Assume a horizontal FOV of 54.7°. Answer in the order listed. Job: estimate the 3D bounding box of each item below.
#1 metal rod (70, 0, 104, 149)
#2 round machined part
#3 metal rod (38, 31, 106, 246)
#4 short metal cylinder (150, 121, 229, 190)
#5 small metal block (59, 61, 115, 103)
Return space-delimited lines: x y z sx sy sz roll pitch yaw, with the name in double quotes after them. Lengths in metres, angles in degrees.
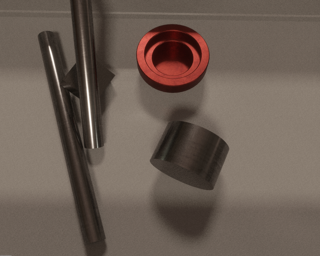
-0.094 -0.123 0.377 0.025 0.025 0.298 -3 100 -2 "metal rod"
0.017 -0.093 0.435 0.099 0.042 0.098 0 70 -1 "round machined part"
-0.121 -0.001 0.408 0.025 0.025 0.299 -17 71 -6 "metal rod"
0.035 0.034 0.369 0.080 0.080 0.050 23 72 8 "short metal cylinder"
-0.098 -0.066 0.420 0.050 0.025 0.050 38 68 -17 "small metal block"
